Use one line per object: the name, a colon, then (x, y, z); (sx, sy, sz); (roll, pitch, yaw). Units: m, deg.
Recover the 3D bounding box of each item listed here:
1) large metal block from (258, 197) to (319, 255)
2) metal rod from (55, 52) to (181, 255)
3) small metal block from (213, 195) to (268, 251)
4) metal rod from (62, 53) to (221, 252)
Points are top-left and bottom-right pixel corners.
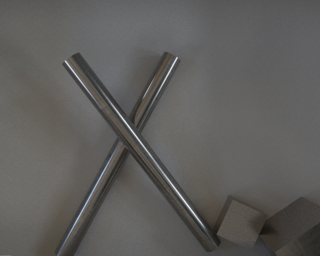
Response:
large metal block: (0.176, 0.138, 0.386); (0.080, 0.080, 0.050); (-33, 91, 0)
metal rod: (-0.056, 0.036, 0.410); (0.025, 0.025, 0.299); (29, 90, -1)
small metal block: (0.106, 0.126, 0.413); (0.050, 0.025, 0.050); (25, 90, -1)
metal rod: (-0.018, 0.037, 0.390); (0.025, 0.025, 0.299); (-36, 99, 0)
